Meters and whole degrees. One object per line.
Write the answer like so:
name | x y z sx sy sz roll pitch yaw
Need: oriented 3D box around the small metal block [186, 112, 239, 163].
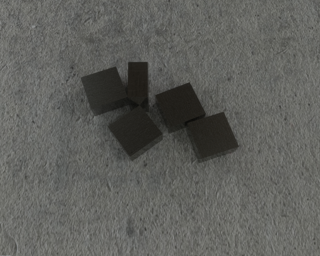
small metal block | 0.067 0.013 0.404 0.050 0.025 0.050 -17 71 -6

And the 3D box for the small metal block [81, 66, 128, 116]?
small metal block | -0.075 -0.050 0.426 0.050 0.025 0.050 -20 71 -7

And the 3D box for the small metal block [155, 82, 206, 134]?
small metal block | 0.027 -0.027 0.418 0.050 0.025 0.050 -22 72 -8

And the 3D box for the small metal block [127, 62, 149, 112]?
small metal block | -0.028 -0.053 0.414 0.025 0.050 0.050 -1 70 0

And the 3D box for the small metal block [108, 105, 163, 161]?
small metal block | -0.032 0.007 0.405 0.050 0.025 0.050 -35 74 -12
